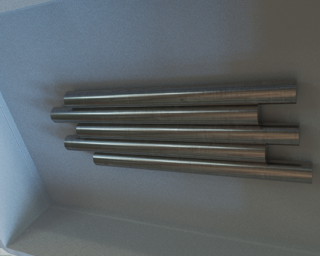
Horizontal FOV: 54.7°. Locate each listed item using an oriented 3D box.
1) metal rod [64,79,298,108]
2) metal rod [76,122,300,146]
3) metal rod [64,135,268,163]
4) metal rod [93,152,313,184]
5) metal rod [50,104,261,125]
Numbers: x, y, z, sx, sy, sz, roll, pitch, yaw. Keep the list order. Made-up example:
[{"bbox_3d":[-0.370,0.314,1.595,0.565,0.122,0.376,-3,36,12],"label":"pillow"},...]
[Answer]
[{"bbox_3d":[0.004,-0.039,0.380,0.301,0.025,0.025,1,119,27],"label":"metal rod"},{"bbox_3d":[0.016,0.004,0.400,0.301,0.025,0.025,1,119,27],"label":"metal rod"},{"bbox_3d":[-0.010,0.026,0.427,0.301,0.025,0.025,1,119,27],"label":"metal rod"},{"bbox_3d":[0.037,0.048,0.416,0.301,0.025,0.025,1,119,27],"label":"metal rod"},{"bbox_3d":[-0.025,-0.018,0.407,0.301,0.025,0.025,1,119,27],"label":"metal rod"}]
